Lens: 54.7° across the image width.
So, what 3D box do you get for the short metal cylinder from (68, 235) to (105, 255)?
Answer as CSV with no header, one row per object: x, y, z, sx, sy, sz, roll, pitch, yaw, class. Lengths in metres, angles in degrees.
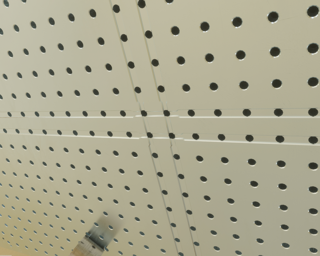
-0.157,0.265,0.623,0.050,0.080,0.080,38,129,3,short metal cylinder
